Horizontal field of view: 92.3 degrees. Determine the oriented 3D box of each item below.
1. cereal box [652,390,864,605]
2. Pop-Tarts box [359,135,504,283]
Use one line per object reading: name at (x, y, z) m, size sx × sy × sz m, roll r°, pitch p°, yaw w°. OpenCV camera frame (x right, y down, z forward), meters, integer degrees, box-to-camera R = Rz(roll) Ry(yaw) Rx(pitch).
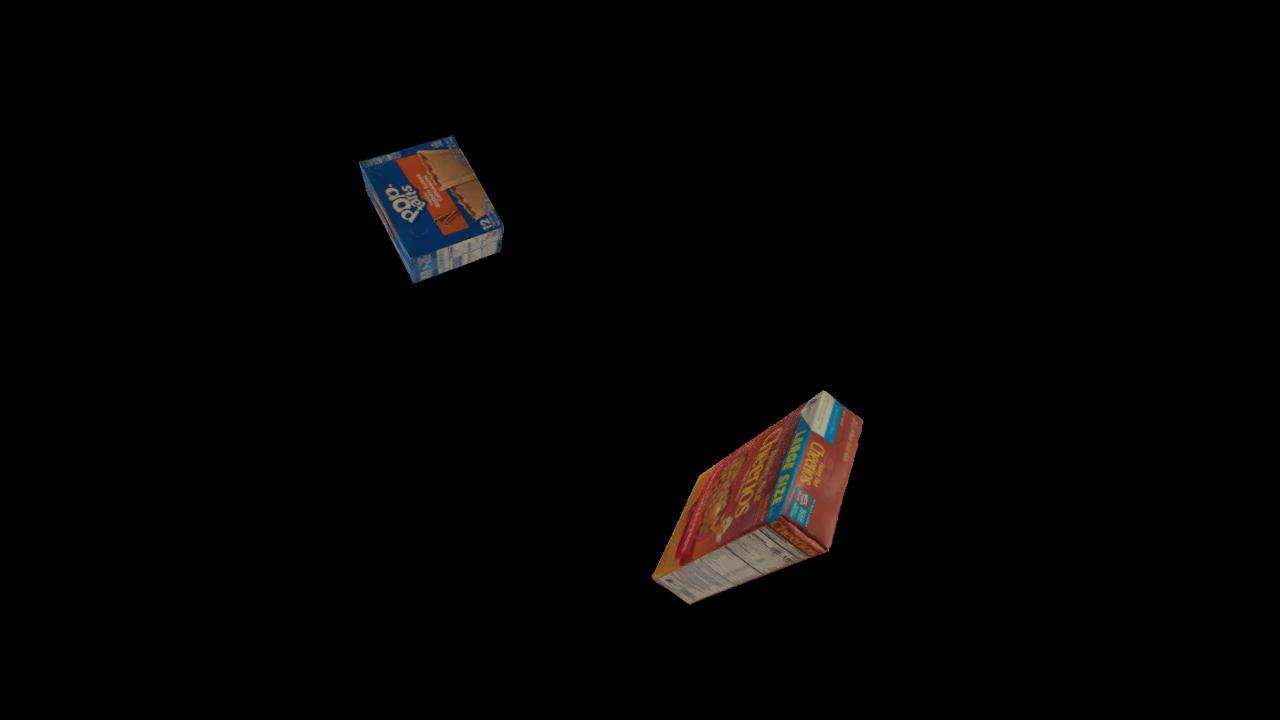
cereal box at (0.149, 0.190, 0.817) m, size 0.081 × 0.203 × 0.306 m, roll 37°, pitch -40°, yaw -3°
Pop-Tarts box at (-0.300, -0.220, 0.893) m, size 0.141 × 0.167 × 0.083 m, roll -26°, pitch -11°, yaw -22°
